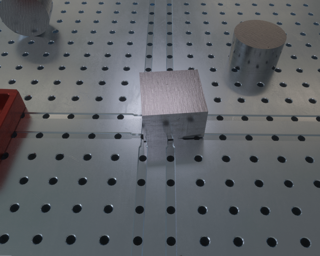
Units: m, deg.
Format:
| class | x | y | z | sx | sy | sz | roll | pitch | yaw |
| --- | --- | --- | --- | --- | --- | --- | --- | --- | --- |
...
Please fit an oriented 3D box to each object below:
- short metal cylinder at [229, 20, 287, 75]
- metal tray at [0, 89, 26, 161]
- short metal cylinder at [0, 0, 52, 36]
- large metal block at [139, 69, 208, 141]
| class | x | y | z | sx | sy | sz | roll | pitch | yaw |
| --- | --- | --- | --- | --- | --- | --- | --- | --- | --- |
| short metal cylinder | 0.157 | -0.132 | 0.503 | 0.080 | 0.050 | 0.080 | 0 | 50 | 0 |
| metal tray | -0.242 | 0.003 | 0.399 | 0.091 | 0.030 | 0.130 | 2 | 50 | 2 |
| short metal cylinder | -0.235 | -0.211 | 0.547 | 0.081 | 0.080 | 0.050 | -4 | 50 | -4 |
| large metal block | 0.015 | -0.032 | 0.418 | 0.081 | 0.050 | 0.080 | -4 | 50 | -3 |
